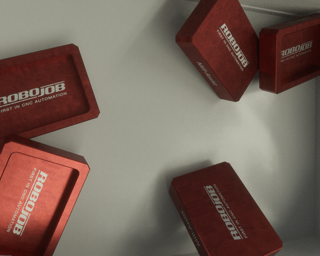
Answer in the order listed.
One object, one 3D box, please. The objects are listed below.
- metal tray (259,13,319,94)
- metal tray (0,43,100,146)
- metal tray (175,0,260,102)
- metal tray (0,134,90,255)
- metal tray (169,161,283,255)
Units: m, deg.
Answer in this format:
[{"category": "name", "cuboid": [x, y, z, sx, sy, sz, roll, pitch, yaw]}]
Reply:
[{"category": "metal tray", "cuboid": [0.203, -0.112, 0.457, 0.131, 0.030, 0.089, -22, 119, -26]}, {"category": "metal tray", "cuboid": [-0.146, -0.036, 0.353, 0.131, 0.030, 0.090, -19, 97, -19]}, {"category": "metal tray", "cuboid": [0.087, -0.107, 0.413, 0.130, 0.030, 0.090, 42, 76, -39]}, {"category": "metal tray", "cuboid": [-0.144, 0.082, 0.337, 0.091, 0.030, 0.129, 23, 92, -26]}, {"category": "metal tray", "cuboid": [0.078, 0.112, 0.394, 0.091, 0.030, 0.130, -14, 53, -20]}]
